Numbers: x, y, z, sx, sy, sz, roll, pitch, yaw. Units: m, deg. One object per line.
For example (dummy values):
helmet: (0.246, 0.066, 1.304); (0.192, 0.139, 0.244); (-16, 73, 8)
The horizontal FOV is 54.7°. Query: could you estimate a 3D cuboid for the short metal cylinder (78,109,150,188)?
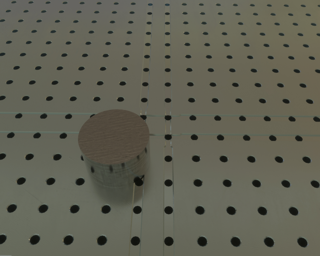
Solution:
short metal cylinder: (-0.052, 0.024, 0.371); (0.081, 0.050, 0.080); (1, 50, 0)
